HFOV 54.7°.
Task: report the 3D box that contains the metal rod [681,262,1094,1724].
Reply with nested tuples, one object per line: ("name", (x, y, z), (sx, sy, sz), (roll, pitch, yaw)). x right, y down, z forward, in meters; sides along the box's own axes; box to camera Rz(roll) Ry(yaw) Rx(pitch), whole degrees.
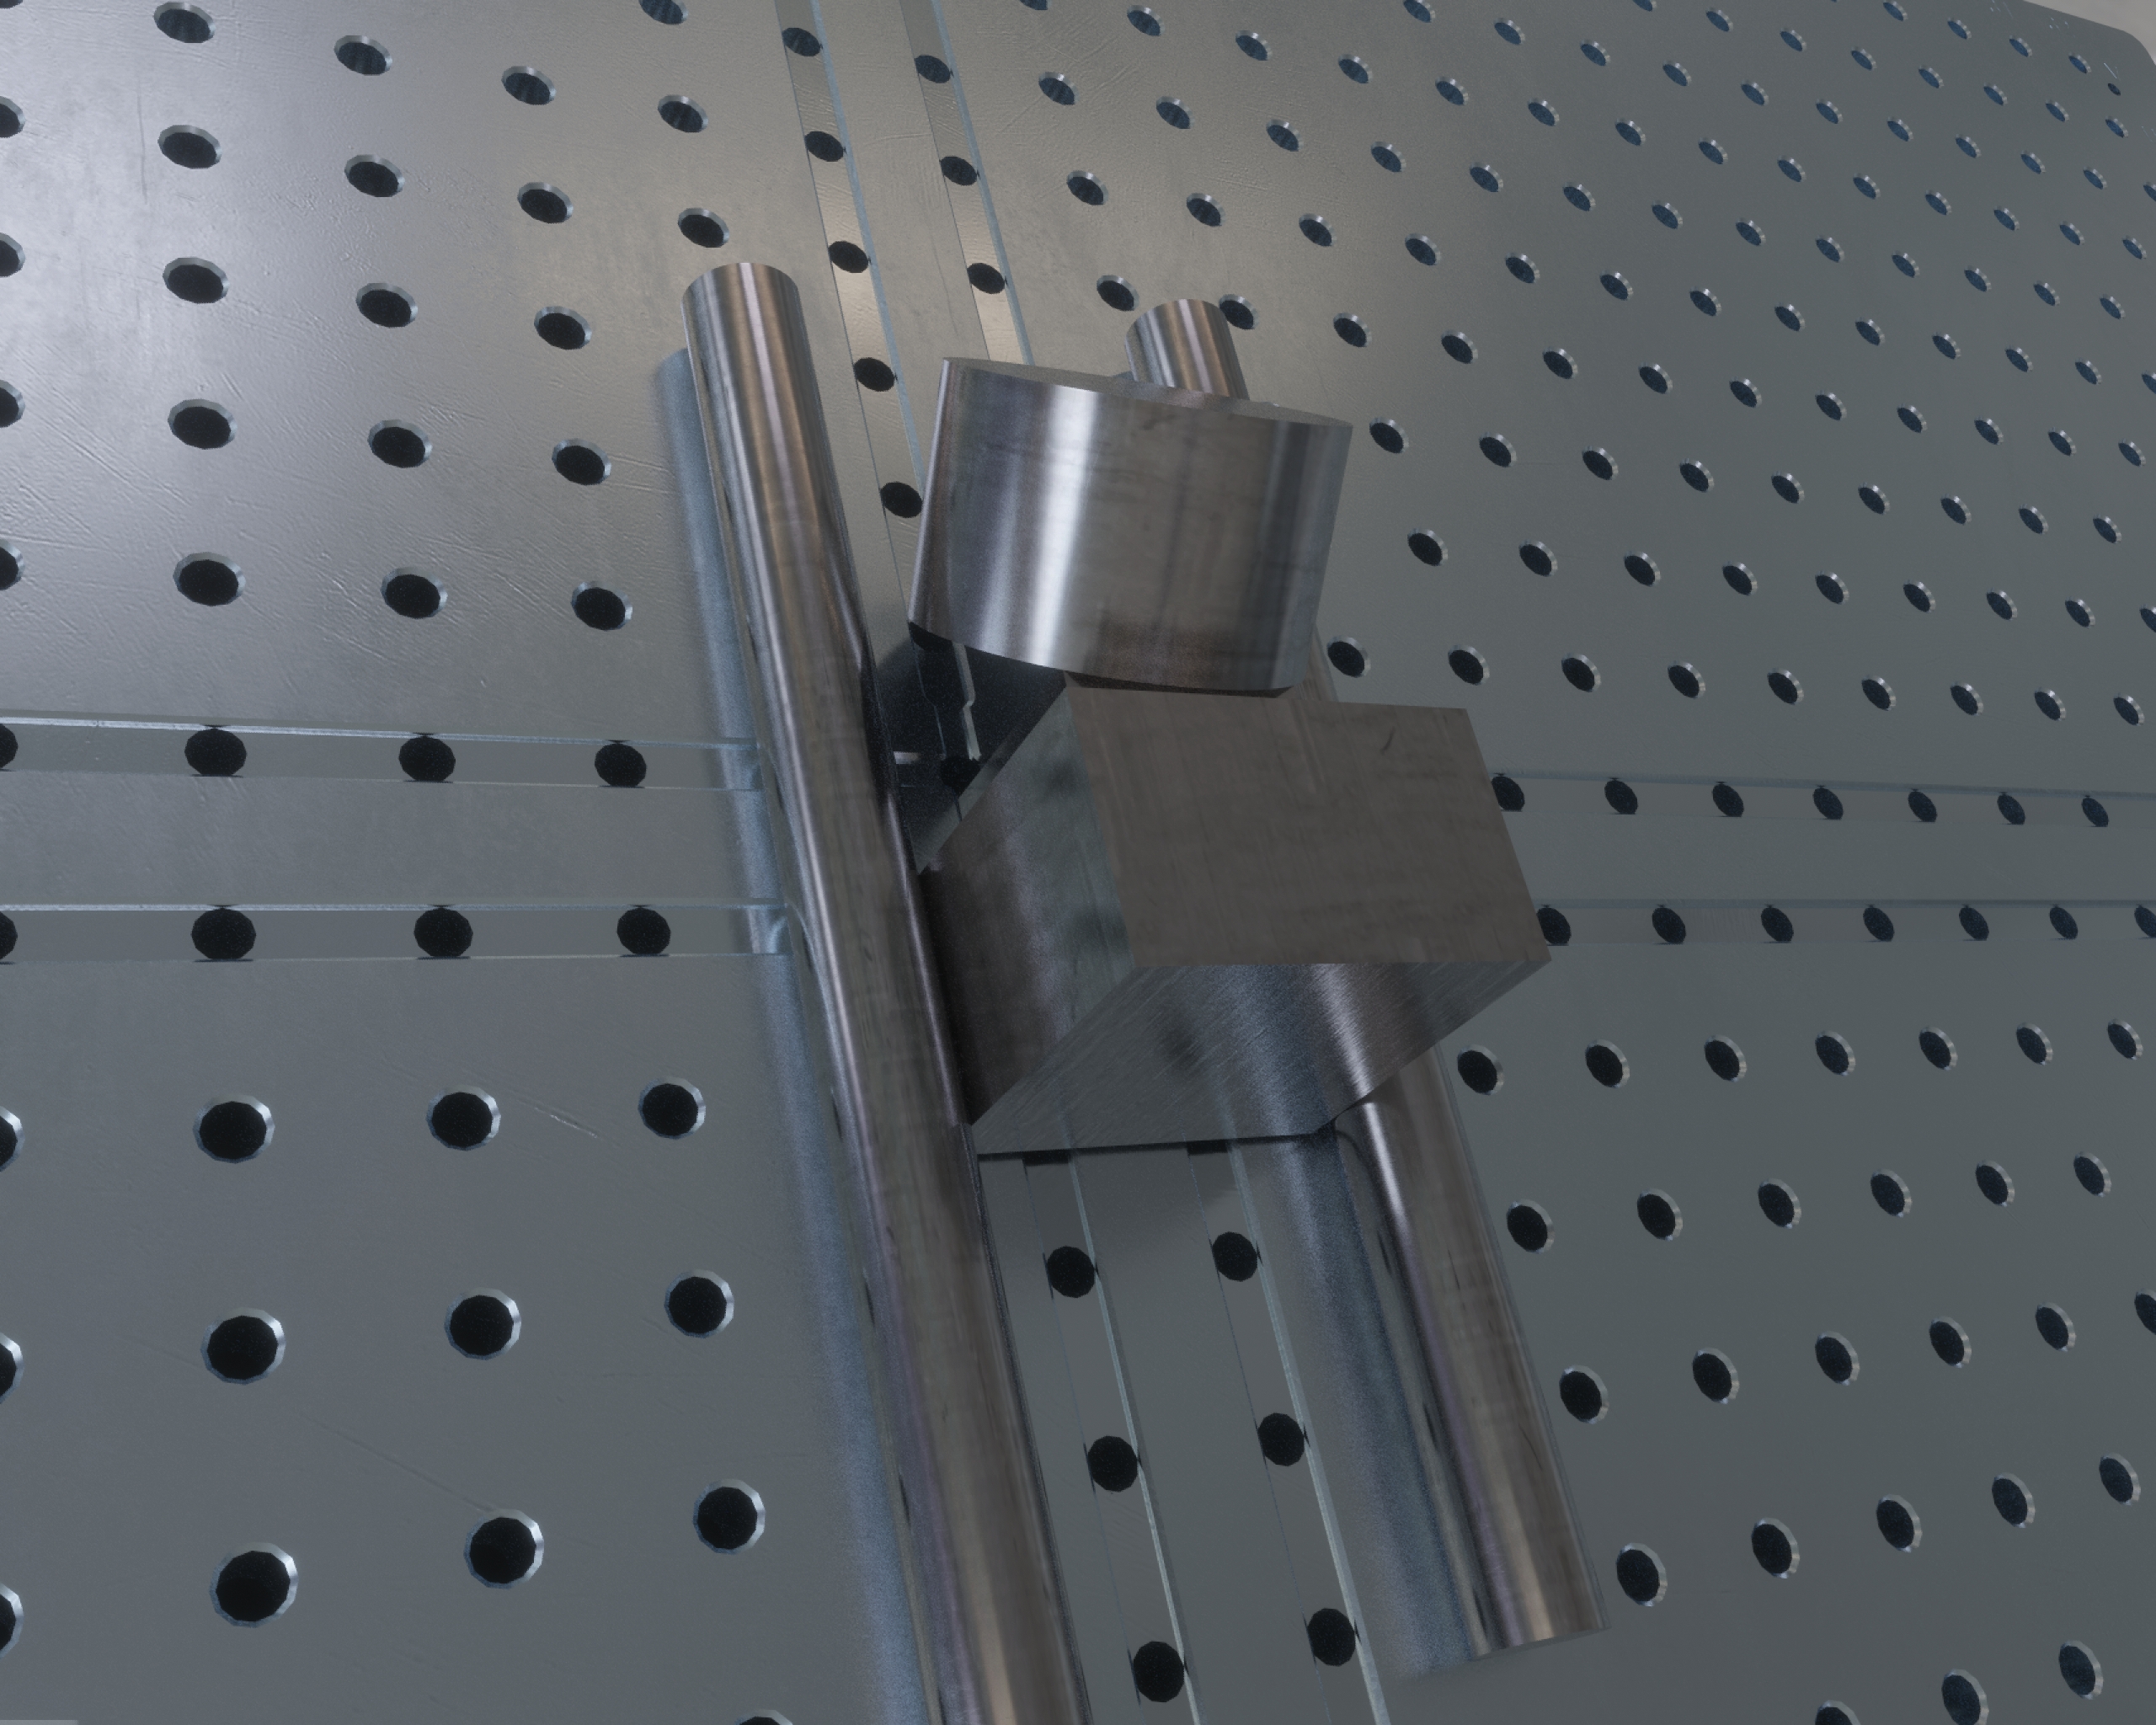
("metal rod", (-0.039, 0.013, 0.378), (0.025, 0.025, 0.299), (1, 61, -28))

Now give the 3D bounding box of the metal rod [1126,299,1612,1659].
("metal rod", (0.053, 0.006, 0.432), (0.025, 0.025, 0.299), (2, 61, -27))

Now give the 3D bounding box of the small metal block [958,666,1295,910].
("small metal block", (0.011, -0.013, 0.406), (0.050, 0.050, 0.025), (2, 61, -28))

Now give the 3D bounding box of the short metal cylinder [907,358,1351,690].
("short metal cylinder", (0.010, -0.068, 0.411), (0.081, 0.050, 0.080), (9, 15, -2))

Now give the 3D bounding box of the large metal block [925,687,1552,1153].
("large metal block", (0.022, 0.013, 0.374), (0.081, 0.080, 0.050), (1, 62, -28))
